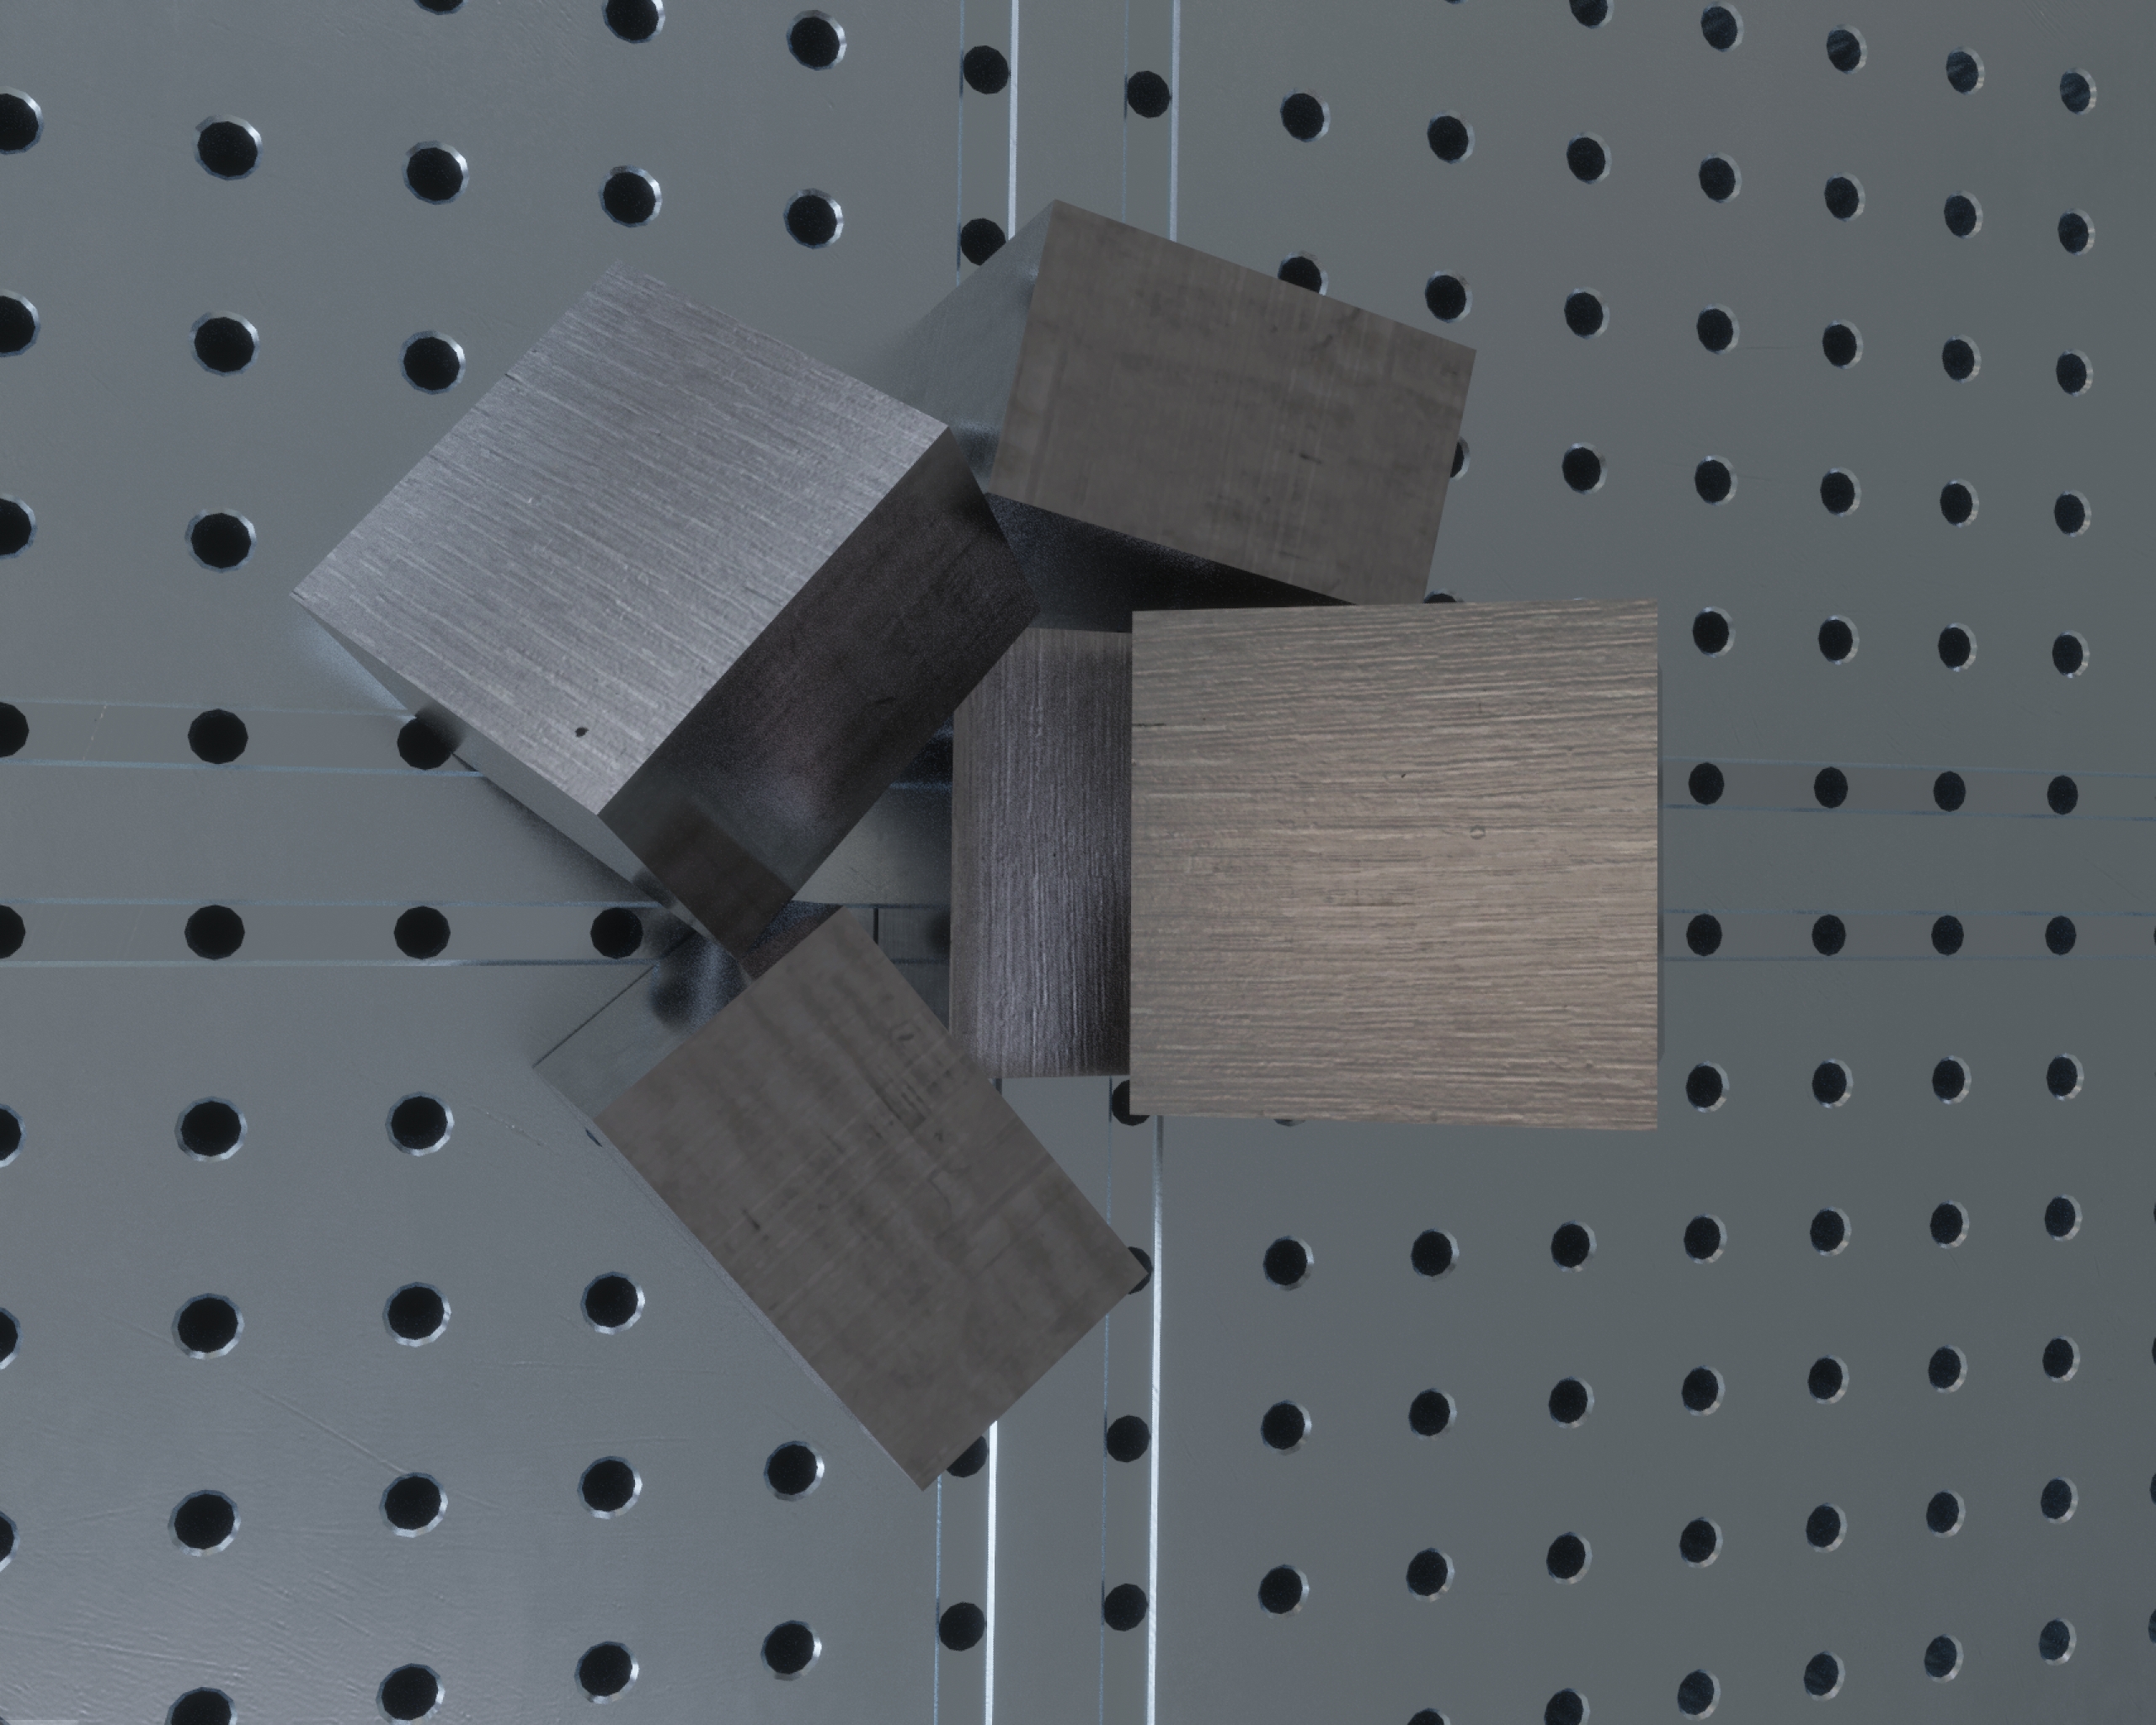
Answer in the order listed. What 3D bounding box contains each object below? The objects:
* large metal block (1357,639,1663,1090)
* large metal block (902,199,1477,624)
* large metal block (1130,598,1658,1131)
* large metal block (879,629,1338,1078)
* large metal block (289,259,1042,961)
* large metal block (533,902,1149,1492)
[{"bbox_3d":[0.086,0.000,0.406,0.050,0.080,0.080,0,90,18],"label":"large metal block"},{"bbox_3d":[0.014,-0.075,0.389,0.081,0.080,0.050,14,85,-19],"label":"large metal block"},{"bbox_3d":[0.054,0.000,0.345,0.080,0.050,0.080,0,89,14],"label":"large metal block"},{"bbox_3d":[0.007,-0.002,0.402,0.081,0.050,0.080,1,90,-20],"label":"large metal block"},{"bbox_3d":[-0.068,-0.044,0.351,0.080,0.080,0.050,-51,150,-13],"label":"large metal block"},{"bbox_3d":[-0.045,0.053,0.365,0.050,0.080,0.080,-42,104,-16],"label":"large metal block"}]
